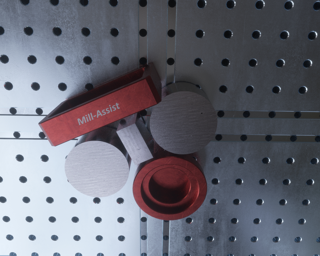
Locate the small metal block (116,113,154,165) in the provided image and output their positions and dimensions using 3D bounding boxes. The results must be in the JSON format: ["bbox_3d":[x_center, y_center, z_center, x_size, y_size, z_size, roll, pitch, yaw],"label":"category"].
[{"bbox_3d":[-0.030,0.012,0.399,0.025,0.050,0.050,-24,109,8],"label":"small metal block"}]

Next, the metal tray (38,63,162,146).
[{"bbox_3d":[-0.064,-0.030,0.362,0.130,0.090,0.030,-22,109,8],"label":"metal tray"}]

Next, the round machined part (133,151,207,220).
[{"bbox_3d":[0.013,0.075,0.428,0.099,0.042,0.097,0,110,0],"label":"round machined part"}]

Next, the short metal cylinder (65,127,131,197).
[{"bbox_3d":[-0.079,0.044,0.411,0.081,0.050,0.079,0,110,0],"label":"short metal cylinder"}]

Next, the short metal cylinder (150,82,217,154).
[{"bbox_3d":[0.028,-0.013,0.391,0.081,0.050,0.079,0,110,0],"label":"short metal cylinder"}]
